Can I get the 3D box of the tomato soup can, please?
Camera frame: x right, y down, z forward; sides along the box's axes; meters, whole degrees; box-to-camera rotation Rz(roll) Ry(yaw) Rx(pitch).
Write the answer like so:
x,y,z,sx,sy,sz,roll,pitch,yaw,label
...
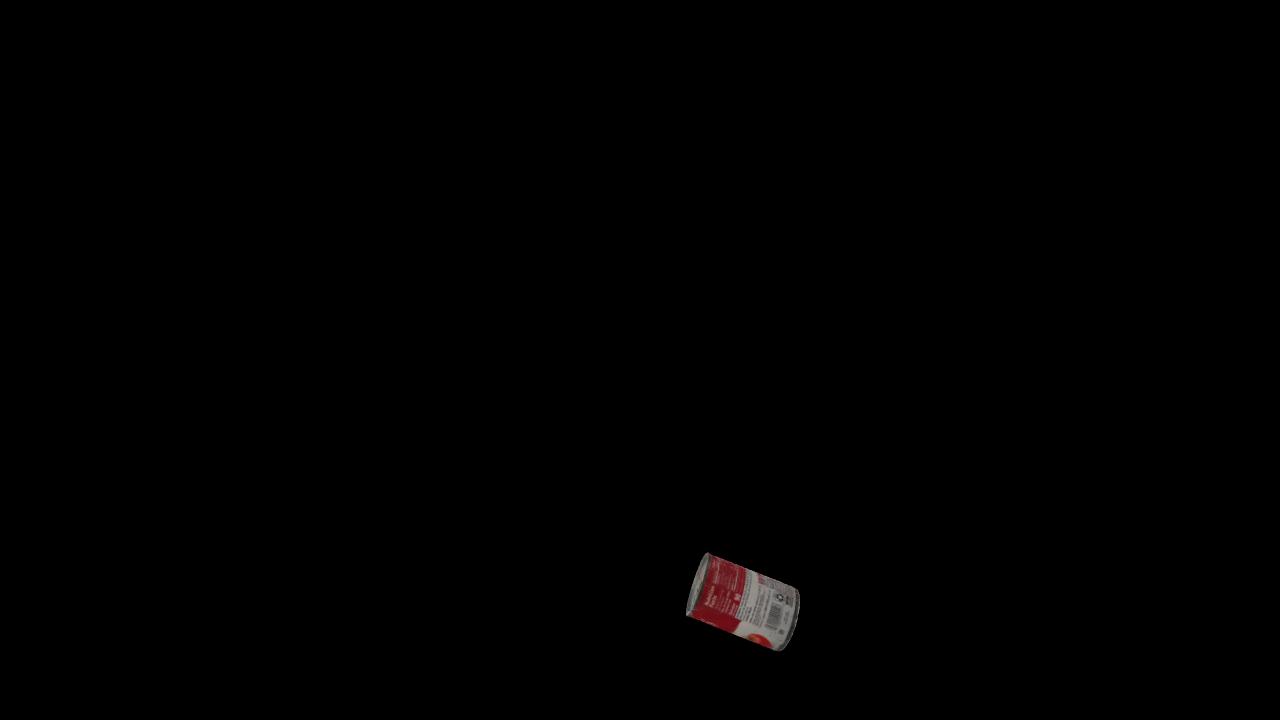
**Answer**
x,y,z,sx,sy,sz,roll,pitch,yaw,label
0.107,0.251,0.641,0.101,0.068,0.068,20,1,4,tomato soup can
